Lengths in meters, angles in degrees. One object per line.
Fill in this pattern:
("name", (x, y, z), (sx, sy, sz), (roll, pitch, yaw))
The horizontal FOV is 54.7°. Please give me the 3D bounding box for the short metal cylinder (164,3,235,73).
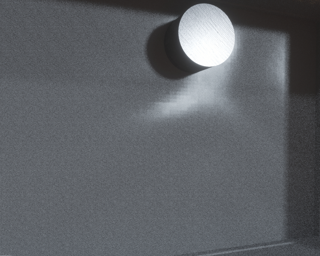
("short metal cylinder", (0.052, -0.118, 0.416), (0.081, 0.050, 0.080), (0, 90, -20))
